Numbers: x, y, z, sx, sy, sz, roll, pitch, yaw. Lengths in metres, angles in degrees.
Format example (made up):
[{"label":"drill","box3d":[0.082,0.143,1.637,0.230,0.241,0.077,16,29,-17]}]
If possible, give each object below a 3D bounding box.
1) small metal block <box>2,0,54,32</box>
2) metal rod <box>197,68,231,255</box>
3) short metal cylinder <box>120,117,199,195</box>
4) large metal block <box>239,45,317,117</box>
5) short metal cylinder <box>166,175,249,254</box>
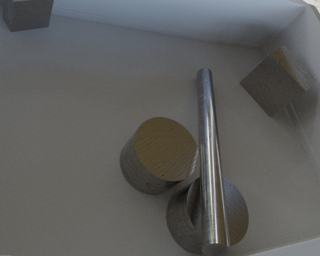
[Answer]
[{"label":"small metal block","box3d":[-0.168,-0.152,0.393,0.050,0.050,0.025,-24,75,-37]},{"label":"metal rod","box3d":[0.061,0.011,0.386,0.025,0.025,0.300,24,38,-14]},{"label":"short metal cylinder","box3d":[-0.002,0.034,0.370,0.081,0.050,0.080,14,56,-21]},{"label":"large metal block","box3d":[0.199,-0.079,0.529,0.050,0.080,0.080,-34,81,-38]},{"label":"short metal cylinder","box3d":[0.054,0.100,0.359,0.081,0.050,0.080,14,56,-21]}]
